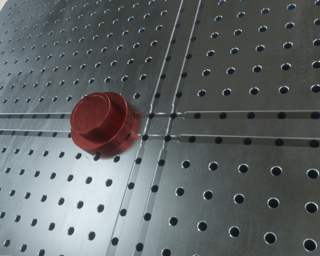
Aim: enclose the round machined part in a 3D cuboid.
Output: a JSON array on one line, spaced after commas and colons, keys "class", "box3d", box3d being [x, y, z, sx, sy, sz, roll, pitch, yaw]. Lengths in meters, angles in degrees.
[{"class": "round machined part", "box3d": [-0.091, -0.013, 0.455, 0.098, 0.042, 0.098, -13, 56, 21]}]
